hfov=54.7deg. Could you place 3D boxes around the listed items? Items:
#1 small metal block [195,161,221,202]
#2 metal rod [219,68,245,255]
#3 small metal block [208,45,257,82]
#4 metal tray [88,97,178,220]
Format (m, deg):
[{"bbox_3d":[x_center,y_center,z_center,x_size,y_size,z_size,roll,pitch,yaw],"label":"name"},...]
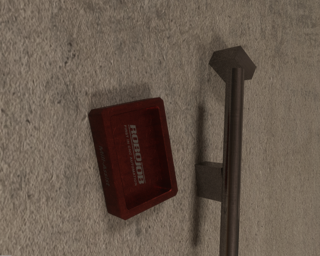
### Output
[{"bbox_3d":[0.081,0.078,0.459,0.025,0.050,0.050,-10,97,-40],"label":"small metal block"},{"bbox_3d":[0.098,0.068,0.424,0.025,0.025,0.298,5,87,-40],"label":"metal rod"},{"bbox_3d":[0.114,-0.099,0.487,0.050,0.050,0.025,39,66,-34],"label":"small metal block"},{"bbox_3d":[-0.029,0.033,0.378,0.091,0.030,0.129,-16,101,-39],"label":"metal tray"}]
